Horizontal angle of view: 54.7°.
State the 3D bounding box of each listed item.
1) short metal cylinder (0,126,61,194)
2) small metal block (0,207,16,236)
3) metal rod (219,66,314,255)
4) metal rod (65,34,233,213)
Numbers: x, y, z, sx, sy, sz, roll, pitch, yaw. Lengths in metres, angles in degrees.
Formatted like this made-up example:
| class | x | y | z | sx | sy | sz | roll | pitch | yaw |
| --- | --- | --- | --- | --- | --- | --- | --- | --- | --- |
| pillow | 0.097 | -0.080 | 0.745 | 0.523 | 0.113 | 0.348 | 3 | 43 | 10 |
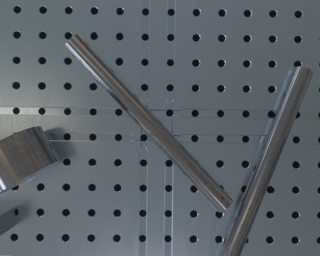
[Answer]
| class | x | y | z | sx | sy | sz | roll | pitch | yaw |
| --- | --- | --- | --- | --- | --- | --- | --- | --- | --- |
| short metal cylinder | -0.173 | 0.039 | 0.384 | 0.080 | 0.080 | 0.050 | -30 | 90 | 0 |
| small metal block | -0.222 | 0.121 | 0.399 | 0.050 | 0.050 | 0.025 | -1 | 90 | 0 |
| metal rod | 0.137 | 0.061 | 0.414 | 0.025 | 0.025 | 0.299 | 22 | 90 | 0 |
| metal rod | -0.014 | -0.006 | 0.413 | 0.025 | 0.025 | 0.300 | -43 | 90 | 0 |
